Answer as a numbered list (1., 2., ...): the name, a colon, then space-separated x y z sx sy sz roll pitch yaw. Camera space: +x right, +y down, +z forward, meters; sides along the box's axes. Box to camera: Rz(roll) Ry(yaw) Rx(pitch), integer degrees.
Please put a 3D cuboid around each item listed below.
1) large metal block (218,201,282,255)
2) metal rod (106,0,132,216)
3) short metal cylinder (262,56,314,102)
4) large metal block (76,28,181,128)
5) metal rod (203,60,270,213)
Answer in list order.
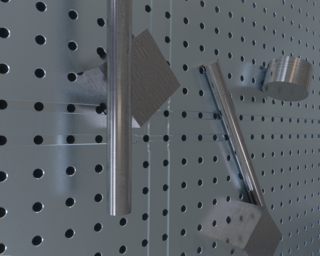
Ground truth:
1. large metal block: 0.154 0.185 0.523 0.080 0.050 0.080 -50 120 -28
2. metal rod: -0.041 -0.065 0.310 0.025 0.025 0.298 0 90 -40
3. short metal cylinder: 0.235 -0.089 0.571 0.080 0.080 0.050 29 72 -37
4. large metal block: -0.034 -0.057 0.365 0.080 0.050 0.080 -48 119 -29
5. metal rod: 0.134 0.030 0.521 0.025 0.025 0.299 -36 112 -34
